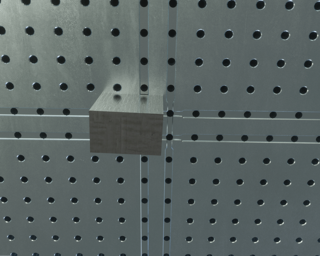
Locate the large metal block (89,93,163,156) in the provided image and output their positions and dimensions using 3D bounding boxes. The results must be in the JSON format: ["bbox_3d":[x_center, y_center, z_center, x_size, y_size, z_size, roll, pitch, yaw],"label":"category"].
[{"bbox_3d":[-0.038,-0.008,0.381,0.080,0.080,0.050,3,110,-1],"label":"large metal block"}]
